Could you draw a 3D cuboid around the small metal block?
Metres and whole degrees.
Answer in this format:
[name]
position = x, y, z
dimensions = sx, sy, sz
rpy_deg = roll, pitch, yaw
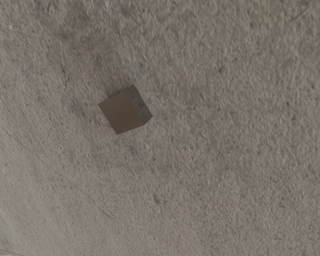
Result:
[small metal block]
position = -0.047, -0.024, 0.415
dimensions = 0.050, 0.025, 0.050
rpy_deg = -20, 108, 35
